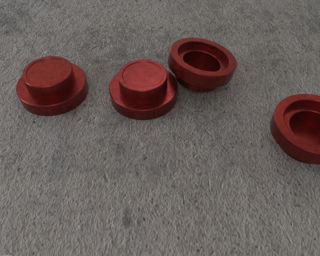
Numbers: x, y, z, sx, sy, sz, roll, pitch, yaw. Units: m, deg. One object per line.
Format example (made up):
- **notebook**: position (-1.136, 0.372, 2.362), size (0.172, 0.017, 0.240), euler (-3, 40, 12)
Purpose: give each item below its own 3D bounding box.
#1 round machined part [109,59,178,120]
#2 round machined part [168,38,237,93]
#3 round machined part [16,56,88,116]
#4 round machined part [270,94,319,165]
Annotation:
- **round machined part**: position (-0.024, -0.061, 0.443), size (0.099, 0.042, 0.098), euler (0, 50, 0)
- **round machined part**: position (0.059, -0.090, 0.460), size (0.099, 0.042, 0.098), euler (7, 45, -7)
- **round machined part**: position (-0.157, -0.067, 0.447), size (0.099, 0.042, 0.098), euler (0, 50, 0)
- **round machined part**: position (0.188, 0.006, 0.388), size (0.099, 0.042, 0.098), euler (0, 50, 0)
